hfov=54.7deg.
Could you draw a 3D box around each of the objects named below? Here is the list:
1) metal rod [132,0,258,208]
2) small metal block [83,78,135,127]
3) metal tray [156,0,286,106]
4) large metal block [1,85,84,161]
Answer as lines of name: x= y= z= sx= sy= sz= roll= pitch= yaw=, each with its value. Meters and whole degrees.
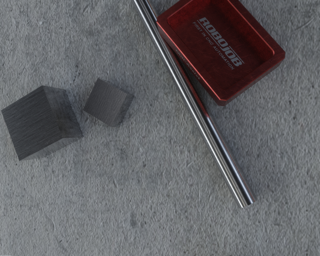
metal rod: x=0.039 y=-0.042 z=0.394 sx=0.025 sy=0.025 sz=0.299 roll=-29 pitch=81 yaw=17
small metal block: x=-0.071 y=-0.035 z=0.433 sx=0.050 sy=0.025 sz=0.050 roll=30 pitch=100 yaw=17
metal tray: x=0.069 y=-0.102 z=0.368 sx=0.090 sy=0.030 sz=0.130 roll=-37 pitch=79 yaw=0
large metal block: x=-0.172 y=-0.006 z=0.455 sx=0.080 sy=0.050 sz=0.080 roll=-26 pitch=82 yaw=18
